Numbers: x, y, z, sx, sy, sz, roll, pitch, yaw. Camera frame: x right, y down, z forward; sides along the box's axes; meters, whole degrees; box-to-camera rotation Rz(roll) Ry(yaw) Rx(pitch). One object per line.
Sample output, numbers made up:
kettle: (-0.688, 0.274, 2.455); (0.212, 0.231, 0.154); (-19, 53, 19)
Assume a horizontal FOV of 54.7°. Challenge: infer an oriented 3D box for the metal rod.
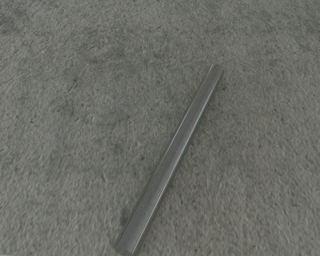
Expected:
metal rod: (0.026, 0.016, 0.389); (0.025, 0.025, 0.301); (19, 52, 15)
